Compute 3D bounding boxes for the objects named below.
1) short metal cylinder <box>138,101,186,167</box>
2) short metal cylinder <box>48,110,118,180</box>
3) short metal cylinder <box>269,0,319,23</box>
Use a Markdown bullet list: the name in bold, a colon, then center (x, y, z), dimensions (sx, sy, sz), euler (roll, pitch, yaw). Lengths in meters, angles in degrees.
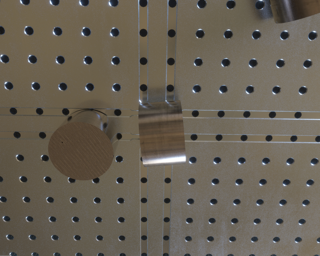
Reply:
- **short metal cylinder**: center (0.003, 0.007, 0.387), dimensions (0.050, 0.080, 0.079), euler (-5, 110, 2)
- **short metal cylinder**: center (-0.098, 0.021, 0.407), dimensions (0.081, 0.050, 0.079), euler (0, 110, 0)
- **short metal cylinder**: center (0.157, -0.151, 0.329), dimensions (0.080, 0.080, 0.050), euler (-21, 109, 7)
